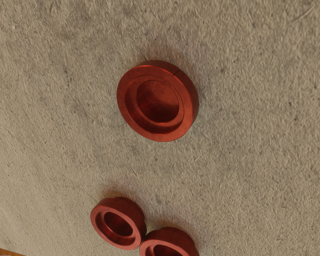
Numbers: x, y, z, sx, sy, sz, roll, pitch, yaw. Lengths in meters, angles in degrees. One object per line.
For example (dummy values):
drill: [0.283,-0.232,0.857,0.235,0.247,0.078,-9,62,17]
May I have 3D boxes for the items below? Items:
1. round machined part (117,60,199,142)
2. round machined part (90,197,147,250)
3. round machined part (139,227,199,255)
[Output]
round machined part: [0.001,-0.035,0.374,0.098,0.042,0.097,13,124,21]
round machined part: [-0.066,0.157,0.528,0.098,0.042,0.097,13,124,21]
round machined part: [0.019,0.202,0.509,0.098,0.042,0.097,12,124,19]
